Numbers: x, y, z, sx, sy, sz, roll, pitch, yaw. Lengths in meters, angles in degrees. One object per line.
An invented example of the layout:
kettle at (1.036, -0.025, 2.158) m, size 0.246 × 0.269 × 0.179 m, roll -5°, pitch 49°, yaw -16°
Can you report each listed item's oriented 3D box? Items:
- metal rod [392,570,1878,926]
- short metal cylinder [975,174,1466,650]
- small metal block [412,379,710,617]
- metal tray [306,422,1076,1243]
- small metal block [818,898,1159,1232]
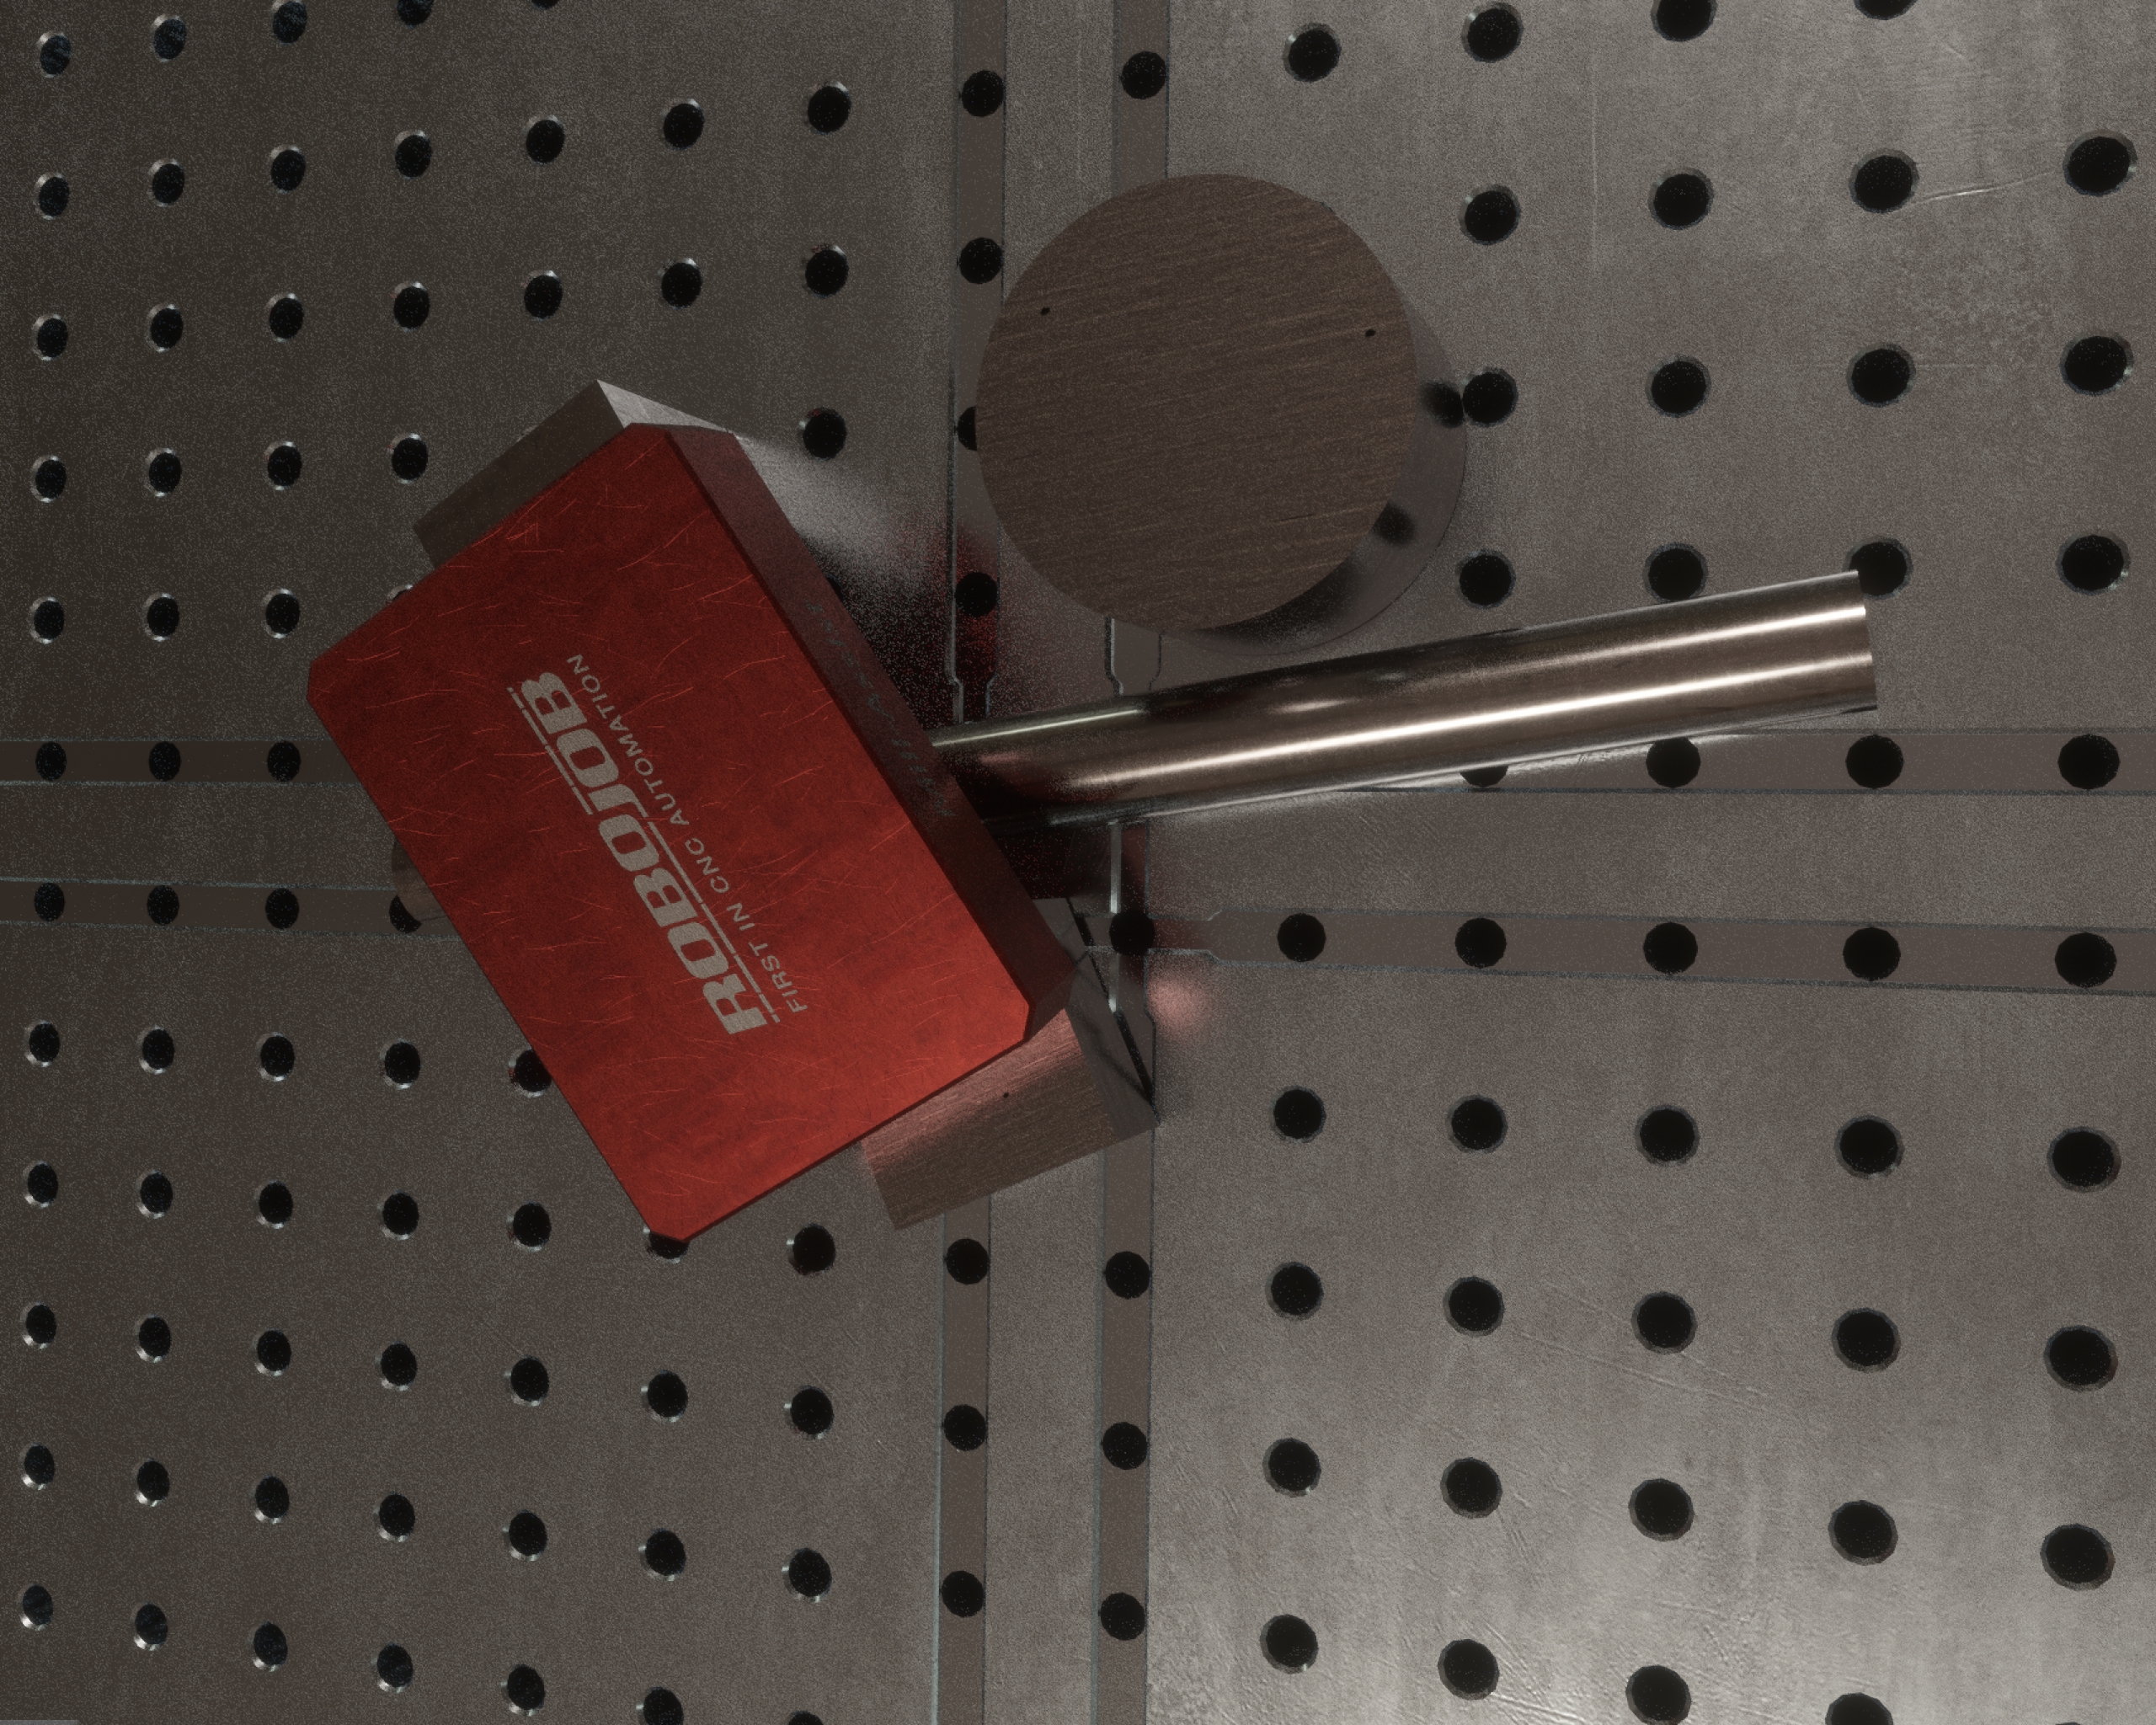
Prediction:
metal rod at (-0.003, -0.019, 0.413) m, size 0.301 × 0.025 × 0.025 m, roll -8°, pitch 87°, yaw 19°
short metal cylinder at (0.028, -0.081, 0.388) m, size 0.080 × 0.050 × 0.079 m, roll 0°, pitch 90°, yaw 19°
small metal block at (-0.099, -0.070, 0.432) m, size 0.050 × 0.050 × 0.025 m, roll -33°, pitch 80°, yaw 17°
metal tray at (-0.073, -0.005, 0.393) m, size 0.090 × 0.030 × 0.130 m, roll -32°, pitch 91°, yaw 17°
small metal block at (-0.019, 0.040, 0.417) m, size 0.050 × 0.025 × 0.050 m, roll -25°, pitch 82°, yaw 18°
